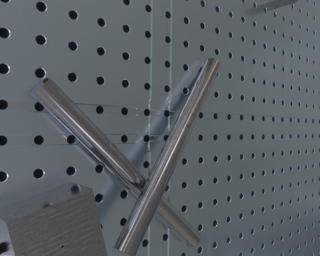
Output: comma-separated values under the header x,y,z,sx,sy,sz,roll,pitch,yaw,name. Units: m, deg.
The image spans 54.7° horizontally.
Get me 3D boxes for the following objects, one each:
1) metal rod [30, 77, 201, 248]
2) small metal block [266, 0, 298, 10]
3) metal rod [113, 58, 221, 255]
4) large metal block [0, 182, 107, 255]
x,y,z,sx,sy,sz,roll,pitch,yaw,name
-0.036,0.060,0.378,0.300,0.025,0.025,51,60,-28,metal rod
0.234,-0.260,0.588,0.025,0.050,0.050,19,78,-39,small metal block
0.022,0.018,0.403,0.025,0.025,0.300,47,55,-30,metal rod
-0.105,0.107,0.305,0.081,0.050,0.079,-17,101,-39,large metal block
